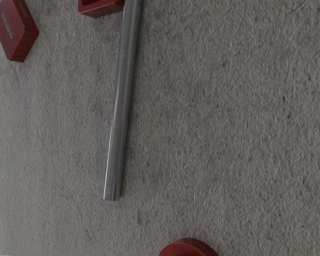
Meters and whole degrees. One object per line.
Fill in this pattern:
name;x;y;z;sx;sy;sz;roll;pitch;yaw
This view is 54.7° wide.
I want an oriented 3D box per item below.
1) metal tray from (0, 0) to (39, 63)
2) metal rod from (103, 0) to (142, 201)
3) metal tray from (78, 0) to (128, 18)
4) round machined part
metal tray;-0.308;-0.215;0.656;0.090;0.030;0.130;-45;63;30
metal rod;-0.055;-0.042;0.450;0.025;0.025;0.298;12;97;39
metal tray;-0.084;-0.242;0.470;0.090;0.030;0.129;4;93;40
round machined part;0.031;0.186;0.369;0.098;0.042;0.097;0;90;40
